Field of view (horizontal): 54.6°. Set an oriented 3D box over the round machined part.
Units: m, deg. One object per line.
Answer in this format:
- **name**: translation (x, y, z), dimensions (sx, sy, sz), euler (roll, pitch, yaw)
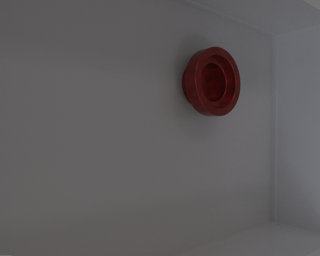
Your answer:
- **round machined part**: translation (0.071, -0.066, 0.453), dimensions (0.099, 0.042, 0.097), euler (0, 90, -40)
